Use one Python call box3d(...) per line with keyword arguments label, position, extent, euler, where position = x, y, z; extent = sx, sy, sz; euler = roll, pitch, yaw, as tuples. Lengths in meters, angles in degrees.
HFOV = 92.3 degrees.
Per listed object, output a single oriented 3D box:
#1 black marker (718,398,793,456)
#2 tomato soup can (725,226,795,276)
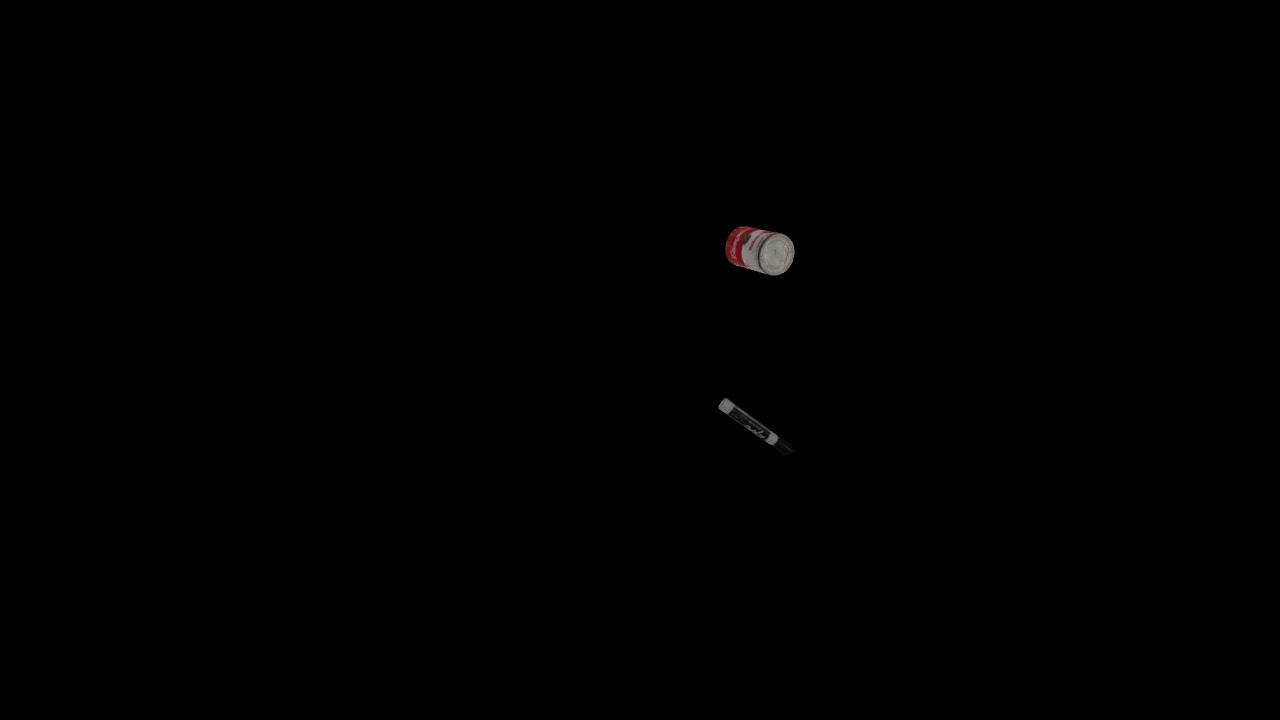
box3d(label="black marker", position=(0.163, 0.095, 0.860), extent=(0.121, 0.020, 0.020), euler=(35, -2, -3))
box3d(label="tomato soup can", position=(0.192, -0.176, 0.990), extent=(0.068, 0.068, 0.101), euler=(0, 18, -25))
